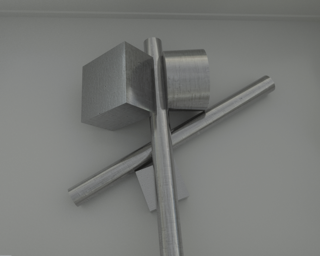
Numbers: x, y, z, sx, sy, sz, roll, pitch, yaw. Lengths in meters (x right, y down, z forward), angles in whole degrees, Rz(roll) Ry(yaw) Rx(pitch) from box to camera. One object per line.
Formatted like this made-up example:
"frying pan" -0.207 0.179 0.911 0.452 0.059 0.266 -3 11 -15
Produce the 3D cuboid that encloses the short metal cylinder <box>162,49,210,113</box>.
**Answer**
"short metal cylinder" 0.031 -0.060 0.401 0.050 0.080 0.080 -4 70 -3

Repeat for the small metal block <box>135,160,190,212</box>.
"small metal block" 0.003 0.071 0.382 0.050 0.025 0.050 -20 71 -8

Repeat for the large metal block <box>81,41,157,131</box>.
"large metal block" -0.053 -0.049 0.392 0.080 0.050 0.080 -19 65 36

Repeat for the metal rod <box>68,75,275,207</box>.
"metal rod" 0.023 0.011 0.403 0.302 0.025 0.025 -30 73 -11

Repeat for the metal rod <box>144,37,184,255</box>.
"metal rod" 0.002 0.022 0.373 0.025 0.025 0.299 -4 69 -2
